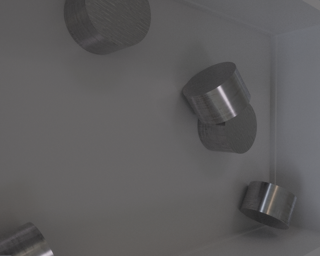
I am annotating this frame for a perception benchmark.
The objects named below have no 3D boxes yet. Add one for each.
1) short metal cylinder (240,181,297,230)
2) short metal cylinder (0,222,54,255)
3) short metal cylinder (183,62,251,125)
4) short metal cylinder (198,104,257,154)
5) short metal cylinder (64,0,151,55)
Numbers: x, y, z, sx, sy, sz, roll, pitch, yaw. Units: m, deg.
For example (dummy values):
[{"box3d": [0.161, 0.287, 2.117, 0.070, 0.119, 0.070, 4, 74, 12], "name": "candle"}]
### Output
[{"box3d": [0.183, 0.131, 0.525, 0.080, 0.080, 0.050, 40, 66, -33], "name": "short metal cylinder"}, {"box3d": [-0.123, 0.130, 0.268, 0.050, 0.080, 0.080, -22, 104, -38], "name": "short metal cylinder"}, {"box3d": [0.080, -0.049, 0.437, 0.080, 0.080, 0.050, -49, 119, -29], "name": "short metal cylinder"}, {"box3d": [0.105, -0.002, 0.477, 0.081, 0.050, 0.079, -1, 92, -41], "name": "short metal cylinder"}, {"box3d": [-0.057, -0.125, 0.342, 0.081, 0.050, 0.080, 0, 90, -40], "name": "short metal cylinder"}]
